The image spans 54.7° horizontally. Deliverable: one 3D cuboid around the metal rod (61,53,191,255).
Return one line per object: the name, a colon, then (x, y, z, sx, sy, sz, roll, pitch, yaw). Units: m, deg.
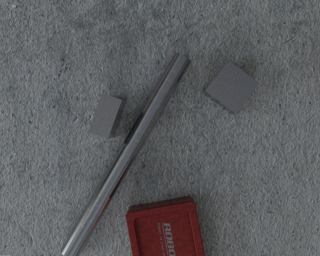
metal rod: (-0.044, 0.036, 0.409, 0.025, 0.025, 0.299, 30, 90, -1)

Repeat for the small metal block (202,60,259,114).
small metal block: (0.093, -0.053, 0.411, 0.050, 0.025, 0.050, 37, 90, -1)

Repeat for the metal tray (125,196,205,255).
metal tray: (0.011, 0.163, 0.407, 0.091, 0.030, 0.129, -10, 90, -1)

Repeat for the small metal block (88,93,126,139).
small metal block: (-0.066, -0.015, 0.397, 0.025, 0.050, 0.050, 20, 90, 0)
